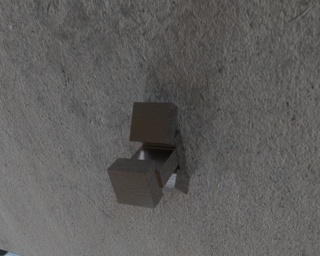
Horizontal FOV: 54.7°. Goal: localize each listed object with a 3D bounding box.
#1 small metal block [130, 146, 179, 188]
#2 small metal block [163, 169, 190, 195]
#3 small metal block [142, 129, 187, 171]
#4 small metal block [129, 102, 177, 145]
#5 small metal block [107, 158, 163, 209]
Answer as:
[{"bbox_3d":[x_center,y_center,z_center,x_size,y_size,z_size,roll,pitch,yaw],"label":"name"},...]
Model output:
[{"bbox_3d":[-0.011,0.048,0.393,0.050,0.050,0.025,3,120,26],"label":"small metal block"},{"bbox_3d":[0.008,0.073,0.431,0.050,0.025,0.050,2,160,27],"label":"small metal block"},{"bbox_3d":[0.005,0.029,0.423,0.050,0.025,0.050,2,120,26],"label":"small metal block"},{"bbox_3d":[-0.008,-0.006,0.392,0.050,0.025,0.050,3,84,27],"label":"small metal block"},{"bbox_3d":[-0.029,0.064,0.365,0.050,0.025,0.050,1,119,27],"label":"small metal block"}]
